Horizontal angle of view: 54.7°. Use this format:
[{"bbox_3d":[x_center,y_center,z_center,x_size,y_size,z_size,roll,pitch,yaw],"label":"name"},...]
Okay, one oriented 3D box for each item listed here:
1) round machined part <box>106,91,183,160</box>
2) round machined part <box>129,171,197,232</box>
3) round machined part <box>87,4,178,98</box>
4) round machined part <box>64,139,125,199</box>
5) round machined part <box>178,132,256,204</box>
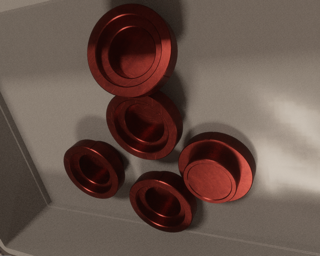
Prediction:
[{"bbox_3d":[-0.016,-0.011,0.398,0.098,0.042,0.097,13,125,20],"label":"round machined part"},{"bbox_3d":[0.008,0.102,0.455,0.098,0.042,0.097,13,124,20],"label":"round machined part"},{"bbox_3d":[-0.027,-0.082,0.344,0.098,0.042,0.097,1,94,20],"label":"round machined part"},{"bbox_3d":[-0.097,0.059,0.483,0.098,0.042,0.097,13,124,20],"label":"round machined part"},{"bbox_3d":[0.069,0.057,0.396,0.098,0.042,0.097,13,124,20],"label":"round machined part"}]
